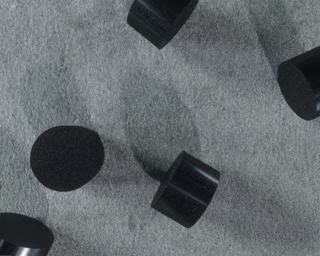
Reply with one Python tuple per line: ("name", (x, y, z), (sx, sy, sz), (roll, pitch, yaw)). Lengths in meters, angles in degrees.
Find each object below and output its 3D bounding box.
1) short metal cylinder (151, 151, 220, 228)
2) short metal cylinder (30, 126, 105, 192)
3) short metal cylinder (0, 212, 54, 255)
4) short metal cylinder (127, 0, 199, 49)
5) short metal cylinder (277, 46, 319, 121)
("short metal cylinder", (0.031, 0.075, 0.383), (0.050, 0.080, 0.080), (31, 90, -1))
("short metal cylinder", (-0.116, 0.037, 0.396), (0.081, 0.050, 0.079), (0, 90, -1))
("short metal cylinder", (-0.180, 0.147, 0.380), (0.080, 0.080, 0.050), (27, 90, -1))
("short metal cylinder", (0.004, -0.145, 0.382), (0.050, 0.080, 0.080), (39, 90, 0))
("short metal cylinder", (0.192, -0.056, 0.385), (0.050, 0.080, 0.080), (-24, 90, 0))
